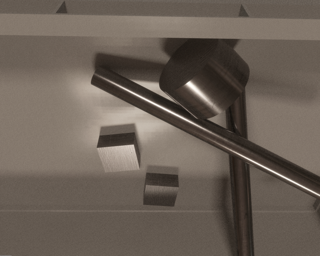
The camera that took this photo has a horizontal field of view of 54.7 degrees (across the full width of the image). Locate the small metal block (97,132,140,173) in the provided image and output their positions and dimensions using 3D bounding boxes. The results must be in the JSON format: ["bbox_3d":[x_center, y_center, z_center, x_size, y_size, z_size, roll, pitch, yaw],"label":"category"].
[{"bbox_3d":[-0.057,0.035,0.438,0.050,0.025,0.050,-6,130,4],"label":"small metal block"}]

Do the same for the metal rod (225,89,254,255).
[{"bbox_3d":[0.106,0.087,0.405,0.025,0.025,0.298,-6,106,5],"label":"metal rod"}]

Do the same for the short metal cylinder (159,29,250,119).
[{"bbox_3d":[0.045,-0.056,0.326,0.080,0.080,0.050,-37,121,27],"label":"short metal cylinder"}]

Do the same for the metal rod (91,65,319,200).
[{"bbox_3d":[0.061,0.007,0.360,0.301,0.025,0.025,27,127,-1],"label":"metal rod"}]

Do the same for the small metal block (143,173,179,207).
[{"bbox_3d":[0.001,0.099,0.493,0.050,0.025,0.050,5,130,-5],"label":"small metal block"}]
